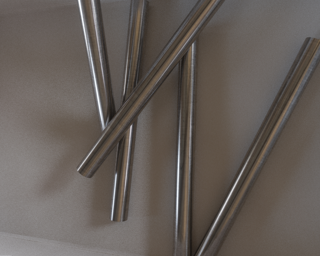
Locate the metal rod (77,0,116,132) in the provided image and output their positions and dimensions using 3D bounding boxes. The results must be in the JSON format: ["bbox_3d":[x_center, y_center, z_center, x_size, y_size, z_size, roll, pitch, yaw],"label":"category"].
[{"bbox_3d":[-0.077,-0.112,0.355,0.025,0.025,0.298,10,125,19],"label":"metal rod"}]

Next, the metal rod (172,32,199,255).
[{"bbox_3d":[0.033,0.023,0.398,0.025,0.025,0.298,2,91,19],"label":"metal rod"}]

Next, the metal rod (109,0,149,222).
[{"bbox_3d":[-0.042,-0.023,0.424,0.025,0.025,0.298,7,92,19],"label":"metal rod"}]

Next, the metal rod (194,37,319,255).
[{"bbox_3d":[0.114,0.037,0.370,0.025,0.025,0.298,28,99,17],"label":"metal rod"}]

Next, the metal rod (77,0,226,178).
[{"bbox_3d":[-0.011,-0.057,0.385,0.025,0.025,0.299,41,102,15],"label":"metal rod"}]
